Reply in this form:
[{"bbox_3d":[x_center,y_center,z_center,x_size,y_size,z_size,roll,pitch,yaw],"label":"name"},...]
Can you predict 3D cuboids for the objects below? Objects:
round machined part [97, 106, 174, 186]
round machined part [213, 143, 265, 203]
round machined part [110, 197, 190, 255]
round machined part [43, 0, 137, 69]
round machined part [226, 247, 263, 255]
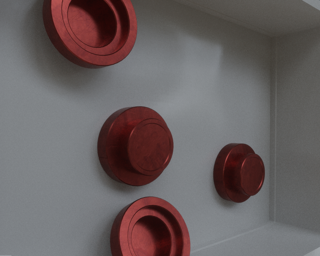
[{"bbox_3d":[-0.022,0.022,0.377,0.099,0.042,0.097,0,90,-40],"label":"round machined part"},{"bbox_3d":[0.136,0.074,0.509,0.099,0.042,0.097,0,90,-40],"label":"round machined part"},{"bbox_3d":[-0.015,0.135,0.367,0.099,0.042,0.098,21,52,-28],"label":"round machined part"},{"bbox_3d":[-0.076,-0.112,0.331,0.099,0.042,0.097,0,90,-40],"label":"round machined part"},{"bbox_3d":[0.131,0.246,0.508,0.099,0.042,0.097,0,90,-40],"label":"round machined part"}]
